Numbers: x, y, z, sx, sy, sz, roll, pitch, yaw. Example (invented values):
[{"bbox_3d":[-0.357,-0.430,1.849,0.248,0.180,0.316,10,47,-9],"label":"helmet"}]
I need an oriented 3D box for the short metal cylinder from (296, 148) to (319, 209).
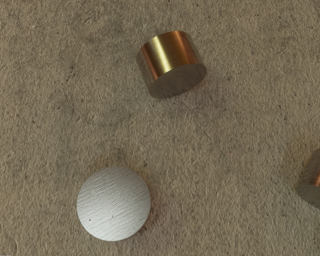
[{"bbox_3d":[0.207,0.066,0.356,0.080,0.080,0.050,30,73,10],"label":"short metal cylinder"}]

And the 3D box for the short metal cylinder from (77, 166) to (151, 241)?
[{"bbox_3d":[-0.050,0.089,0.362,0.081,0.050,0.080,0,70,0],"label":"short metal cylinder"}]

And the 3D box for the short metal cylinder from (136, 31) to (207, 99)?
[{"bbox_3d":[0.015,-0.081,0.408,0.080,0.080,0.050,-19,71,-7],"label":"short metal cylinder"}]
